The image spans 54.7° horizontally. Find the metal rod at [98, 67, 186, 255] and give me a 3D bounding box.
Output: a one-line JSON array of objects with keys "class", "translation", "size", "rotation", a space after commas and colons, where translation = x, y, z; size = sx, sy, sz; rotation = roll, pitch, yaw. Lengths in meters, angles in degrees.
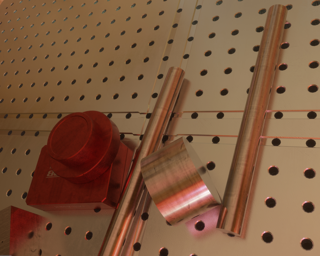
[{"class": "metal rod", "translation": [-0.023, 0.051, 0.387], "size": [0.025, 0.025, 0.300], "rotation": [6, 65, 31]}]

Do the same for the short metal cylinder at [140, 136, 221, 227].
[{"class": "short metal cylinder", "translation": [0.022, 0.055, 0.326], "size": [0.050, 0.080, 0.080], "rotation": [-30, 52, 9]}]

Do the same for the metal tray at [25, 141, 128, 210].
[{"class": "metal tray", "translation": [-0.114, 0.063, 0.424], "size": [0.130, 0.030, 0.090], "rotation": [-8, 58, 23]}]

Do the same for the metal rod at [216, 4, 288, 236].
[{"class": "metal rod", "translation": [0.114, -0.027, 0.364], "size": [0.025, 0.025, 0.300], "rotation": [6, 64, 30]}]

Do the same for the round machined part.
[{"class": "round machined part", "translation": [-0.105, 0.019, 0.400], "size": [0.098, 0.042, 0.098], "rotation": [-13, 56, 20]}]

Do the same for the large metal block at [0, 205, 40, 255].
[{"class": "large metal block", "translation": [-0.206, 0.159, 0.400], "size": [0.080, 0.050, 0.080], "rotation": [-27, 53, 11]}]
